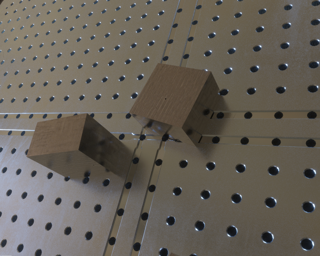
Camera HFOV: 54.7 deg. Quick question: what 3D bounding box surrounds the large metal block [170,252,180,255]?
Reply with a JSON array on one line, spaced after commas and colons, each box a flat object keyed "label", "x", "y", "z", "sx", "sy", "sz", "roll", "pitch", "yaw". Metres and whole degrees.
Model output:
[{"label": "large metal block", "x": 0.030, "y": 0.171, "z": 0.271, "sx": 0.080, "sy": 0.050, "sz": 0.080, "roll": 23, "pitch": 74, "yaw": 36}]

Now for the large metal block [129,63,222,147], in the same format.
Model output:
[{"label": "large metal block", "x": 0.021, "y": -0.032, "z": 0.400, "sx": 0.080, "sy": 0.050, "sz": 0.080, "roll": 17, "pitch": 71, "yaw": 34}]

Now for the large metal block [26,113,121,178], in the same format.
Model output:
[{"label": "large metal block", "x": -0.111, "y": 0.027, "z": 0.412, "sx": 0.080, "sy": 0.080, "sz": 0.050, "roll": -8, "pitch": 58, "yaw": 23}]
